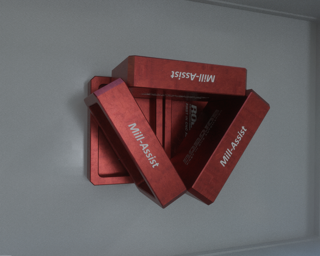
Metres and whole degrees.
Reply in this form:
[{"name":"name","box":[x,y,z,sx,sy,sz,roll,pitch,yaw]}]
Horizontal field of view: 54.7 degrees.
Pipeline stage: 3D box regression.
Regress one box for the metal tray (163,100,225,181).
[{"name":"metal tray","box":[0.043,0.005,0.422,0.091,0.030,0.129,1,89,-20]}]

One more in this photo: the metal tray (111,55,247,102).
[{"name":"metal tray","box":[0.018,-0.051,0.348,0.131,0.090,0.030,2,90,-20]}]

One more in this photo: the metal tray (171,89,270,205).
[{"name":"metal tray","box":[0.061,0.018,0.364,0.030,0.090,0.130,37,79,-16]}]

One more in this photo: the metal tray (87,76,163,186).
[{"name":"metal tray","box":[-0.044,0.003,0.391,0.091,0.030,0.129,0,89,-20]}]

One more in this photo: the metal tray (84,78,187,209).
[{"name":"metal tray","box":[-0.030,0.016,0.331,0.030,0.090,0.130,-33,101,-16]}]
